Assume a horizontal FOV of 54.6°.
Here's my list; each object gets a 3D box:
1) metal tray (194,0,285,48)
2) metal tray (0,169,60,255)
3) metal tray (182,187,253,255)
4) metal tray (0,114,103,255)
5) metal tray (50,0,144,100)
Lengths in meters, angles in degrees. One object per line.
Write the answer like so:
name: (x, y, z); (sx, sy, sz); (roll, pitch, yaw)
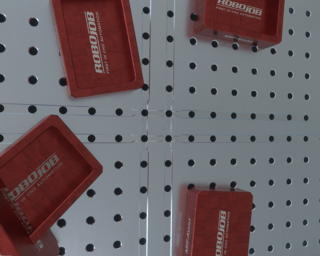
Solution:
metal tray: (0.118, -0.174, 0.452); (0.131, 0.030, 0.090); (5, 88, -20)
metal tray: (-0.155, 0.101, 0.318); (0.030, 0.090, 0.130); (-28, 100, -6)
metal tray: (0.081, 0.152, 0.440); (0.091, 0.030, 0.129); (6, 88, -20)
metal tray: (-0.137, 0.059, 0.335); (0.131, 0.030, 0.090); (-48, 111, -31)
metal tray: (-0.077, -0.106, 0.381); (0.091, 0.030, 0.129); (-11, 94, -20)
